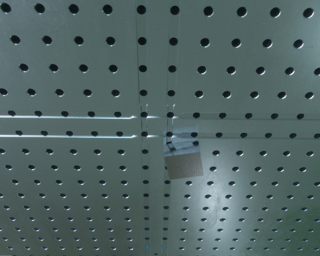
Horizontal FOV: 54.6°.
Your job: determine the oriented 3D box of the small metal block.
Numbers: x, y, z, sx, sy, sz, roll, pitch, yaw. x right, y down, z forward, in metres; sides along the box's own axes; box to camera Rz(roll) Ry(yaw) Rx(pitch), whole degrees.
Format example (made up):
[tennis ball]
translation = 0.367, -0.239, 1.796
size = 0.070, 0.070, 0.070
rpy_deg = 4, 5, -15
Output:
[small metal block]
translation = 0.035, 0.047, 0.451
size = 0.050, 0.025, 0.050
rpy_deg = -8, 130, 7
